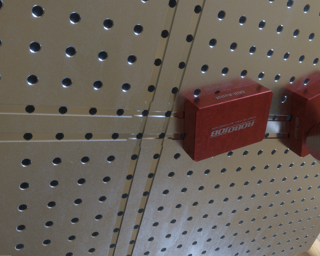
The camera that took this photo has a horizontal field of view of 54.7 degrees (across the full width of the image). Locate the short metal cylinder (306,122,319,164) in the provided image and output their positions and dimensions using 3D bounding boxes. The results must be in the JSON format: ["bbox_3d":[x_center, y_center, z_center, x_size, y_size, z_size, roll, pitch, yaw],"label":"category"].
[{"bbox_3d":[0.297,0.030,0.520,0.050,0.080,0.080,34,99,-39],"label":"short metal cylinder"}]

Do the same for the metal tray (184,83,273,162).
[{"bbox_3d":[0.100,-0.009,0.460,0.131,0.030,0.089,-15,125,-21],"label":"metal tray"}]

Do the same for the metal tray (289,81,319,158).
[{"bbox_3d":[0.279,-0.018,0.553,0.091,0.030,0.129,-25,128,-14],"label":"metal tray"}]
